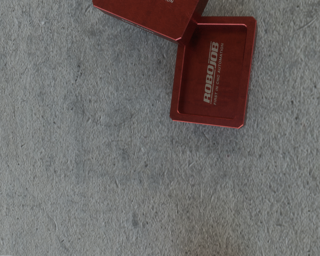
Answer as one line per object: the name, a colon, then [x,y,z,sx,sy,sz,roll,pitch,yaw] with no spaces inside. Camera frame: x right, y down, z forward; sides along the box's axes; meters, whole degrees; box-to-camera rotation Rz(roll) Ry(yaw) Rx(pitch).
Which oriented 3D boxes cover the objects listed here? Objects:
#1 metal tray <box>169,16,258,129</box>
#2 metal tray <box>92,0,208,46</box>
metal tray: [0.066,-0.068,0.382,0.090,0.030,0.129,7,93,19]
metal tray: [-0.009,-0.166,0.377,0.130,0.030,0.090,28,99,17]
